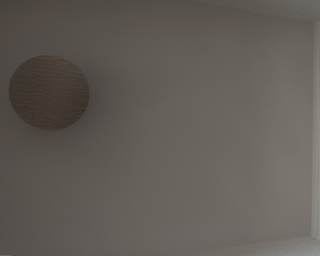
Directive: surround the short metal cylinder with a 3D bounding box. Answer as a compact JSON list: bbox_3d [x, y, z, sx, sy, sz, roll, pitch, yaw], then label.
[{"bbox_3d":[-0.124,-0.038,0.352,0.081,0.050,0.079,0,90,-21],"label":"short metal cylinder"}]
